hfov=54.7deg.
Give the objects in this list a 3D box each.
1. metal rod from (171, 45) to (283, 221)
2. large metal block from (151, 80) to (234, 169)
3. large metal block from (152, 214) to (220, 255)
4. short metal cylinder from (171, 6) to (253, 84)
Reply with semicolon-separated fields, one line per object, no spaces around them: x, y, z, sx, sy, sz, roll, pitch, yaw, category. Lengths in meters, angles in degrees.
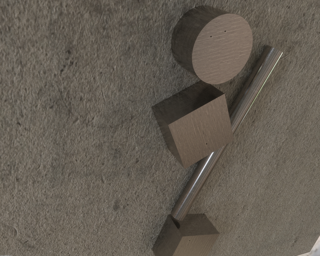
0.094;0.018;0.471;0.025;0.025;0.298;15;111;-35;metal rod
0.045;-0.006;0.414;0.080;0.050;0.080;-29;129;-10;large metal block
0.044;0.198;0.540;0.081;0.050;0.079;9;114;-33;large metal block
0.060;-0.098;0.365;0.081;0.050;0.079;-14;125;-21;short metal cylinder
